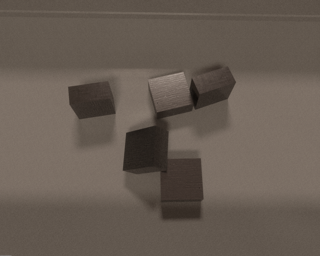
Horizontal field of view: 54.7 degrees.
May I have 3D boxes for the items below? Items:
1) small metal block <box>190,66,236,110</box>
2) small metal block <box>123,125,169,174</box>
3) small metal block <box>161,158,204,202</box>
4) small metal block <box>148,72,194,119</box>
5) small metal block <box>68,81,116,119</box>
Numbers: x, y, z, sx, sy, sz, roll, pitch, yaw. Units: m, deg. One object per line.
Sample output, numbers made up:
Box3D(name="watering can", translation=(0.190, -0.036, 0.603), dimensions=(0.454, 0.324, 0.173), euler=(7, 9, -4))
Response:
Box3D(name="small metal block", translation=(0.069, -0.053, 0.417), dimensions=(0.050, 0.050, 0.025), euler=(-19, 72, -7))
Box3D(name="small metal block", translation=(-0.018, 0.028, 0.385), dimensions=(0.050, 0.025, 0.050), euler=(-14, 64, 38))
Box3D(name="small metal block", translation=(0.026, 0.065, 0.386), dimensions=(0.050, 0.025, 0.050), euler=(-1, 70, -1))
Box3D(name="small metal block", translation=(0.014, -0.045, 0.426), dimensions=(0.050, 0.025, 0.050), euler=(-14, 71, -5))
Box3D(name="small metal block", translation=(-0.088, -0.036, 0.408), dimensions=(0.050, 0.050, 0.025), euler=(-9, 71, -4))
